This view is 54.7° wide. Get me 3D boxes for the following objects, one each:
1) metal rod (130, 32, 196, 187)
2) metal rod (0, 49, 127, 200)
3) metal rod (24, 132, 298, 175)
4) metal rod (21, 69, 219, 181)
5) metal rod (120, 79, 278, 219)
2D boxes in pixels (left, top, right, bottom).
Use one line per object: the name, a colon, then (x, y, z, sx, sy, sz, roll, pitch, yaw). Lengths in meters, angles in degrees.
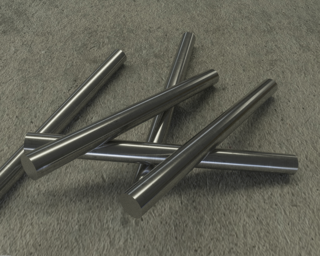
metal rod: (0.014, -0.043, 0.439, 0.025, 0.025, 0.300, 11, 51, 8)
metal rod: (-0.131, -0.014, 0.412, 0.025, 0.025, 0.301, 21, 53, 16)
metal rod: (0.009, 0.030, 0.348, 0.302, 0.025, 0.025, 5, 50, -8)
metal rod: (-0.017, -0.022, 0.369, 0.025, 0.025, 0.302, 34, 42, 25)
metal rod: (0.069, 0.002, 0.357, 0.025, 0.025, 0.302, 32, 43, 24)
